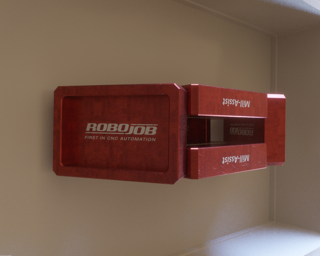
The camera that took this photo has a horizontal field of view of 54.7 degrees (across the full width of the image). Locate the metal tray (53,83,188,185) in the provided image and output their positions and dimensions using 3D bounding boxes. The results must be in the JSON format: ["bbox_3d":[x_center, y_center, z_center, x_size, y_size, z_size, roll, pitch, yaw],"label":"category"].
[{"bbox_3d":[-0.041,0.004,0.304,0.030,0.130,0.089,0,91,-72],"label":"metal tray"}]

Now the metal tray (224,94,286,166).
[{"bbox_3d":[0.131,0.002,0.447,0.030,0.130,0.089,1,90,-10],"label":"metal tray"}]

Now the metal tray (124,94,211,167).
[{"bbox_3d":[0.014,0.003,0.413,0.131,0.030,0.089,-1,91,-41],"label":"metal tray"}]

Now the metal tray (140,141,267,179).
[{"bbox_3d":[0.053,0.034,0.367,0.131,0.090,0.030,0,90,-40],"label":"metal tray"}]

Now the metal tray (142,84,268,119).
[{"bbox_3d":[0.054,-0.027,0.367,0.131,0.090,0.030,0,90,-40],"label":"metal tray"}]
